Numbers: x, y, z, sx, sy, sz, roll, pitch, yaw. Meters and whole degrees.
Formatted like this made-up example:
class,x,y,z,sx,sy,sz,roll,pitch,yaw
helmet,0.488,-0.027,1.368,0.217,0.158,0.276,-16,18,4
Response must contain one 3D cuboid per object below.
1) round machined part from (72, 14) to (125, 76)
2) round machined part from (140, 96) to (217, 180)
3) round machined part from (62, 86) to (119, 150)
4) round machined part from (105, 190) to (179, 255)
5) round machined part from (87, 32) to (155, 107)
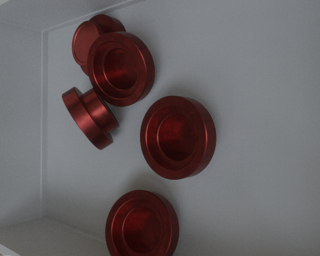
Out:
class,x,y,z,sx,sy,sz,roll,pitch,yaw
round machined part,-0.099,-0.126,0.478,0.098,0.042,0.097,0,90,40
round machined part,0.026,0.011,0.375,0.098,0.042,0.097,0,90,40
round machined part,-0.095,-0.020,0.450,0.042,0.098,0.098,-34,65,-3
round machined part,-0.019,0.131,0.399,0.098,0.042,0.098,-10,69,28
round machined part,-0.048,-0.081,0.423,0.098,0.042,0.097,12,114,28
